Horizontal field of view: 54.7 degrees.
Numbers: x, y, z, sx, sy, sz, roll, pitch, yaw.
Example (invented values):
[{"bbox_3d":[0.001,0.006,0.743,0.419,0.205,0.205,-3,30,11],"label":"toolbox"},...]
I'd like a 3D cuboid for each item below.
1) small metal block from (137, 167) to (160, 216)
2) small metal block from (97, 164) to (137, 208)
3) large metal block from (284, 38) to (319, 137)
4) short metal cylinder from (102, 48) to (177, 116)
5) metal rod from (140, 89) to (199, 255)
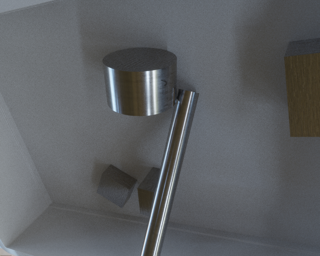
[{"bbox_3d":[-0.008,0.094,0.454,0.025,0.050,0.050,11,123,22],"label":"small metal block"},{"bbox_3d":[-0.071,0.095,0.503,0.050,0.025,0.050,29,128,9],"label":"small metal block"},{"bbox_3d":[0.162,-0.039,0.283,0.080,0.050,0.080,-1,118,28],"label":"large metal block"},{"bbox_3d":[-0.021,-0.054,0.349,0.080,0.080,0.050,12,124,21],"label":"short metal cylinder"},{"bbox_3d":[0.002,0.100,0.385,0.025,0.025,0.298,15,98,19],"label":"metal rod"}]
